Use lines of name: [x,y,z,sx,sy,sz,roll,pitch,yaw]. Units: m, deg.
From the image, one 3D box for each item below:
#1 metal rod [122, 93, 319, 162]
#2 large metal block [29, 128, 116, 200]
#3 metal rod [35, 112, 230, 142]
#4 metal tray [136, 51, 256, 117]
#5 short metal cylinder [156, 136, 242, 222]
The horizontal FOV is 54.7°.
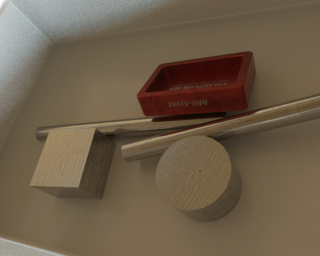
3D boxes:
metal rod: [0.093,-0.004,0.338,0.300,0.025,0.025,-15,56,22]
large metal block: [-0.115,0.049,0.418,0.080,0.050,0.080,-4,60,26]
metal rod: [-0.054,0.000,0.432,0.301,0.025,0.025,-4,60,25]
metal tray: [0.047,-0.055,0.388,0.130,0.030,0.090,-2,36,26]
short metal cylinder: [0.043,0.055,0.333,0.080,0.050,0.080,-13,57,21]
